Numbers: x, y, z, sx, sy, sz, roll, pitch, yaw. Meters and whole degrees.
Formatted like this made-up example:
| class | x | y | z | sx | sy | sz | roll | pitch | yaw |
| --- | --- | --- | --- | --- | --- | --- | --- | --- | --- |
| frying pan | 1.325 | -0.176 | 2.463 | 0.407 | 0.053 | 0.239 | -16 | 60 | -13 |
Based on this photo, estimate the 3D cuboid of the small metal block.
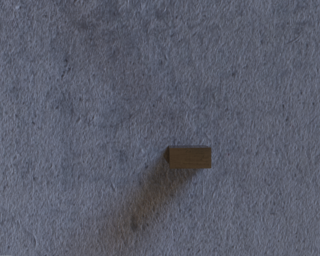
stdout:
| class | x | y | z | sx | sy | sz | roll | pitch | yaw |
| --- | --- | --- | --- | --- | --- | --- | --- | --- | --- |
| small metal block | 0.037 | 0.036 | 0.398 | 0.050 | 0.050 | 0.025 | 0 | 90 | 0 |
